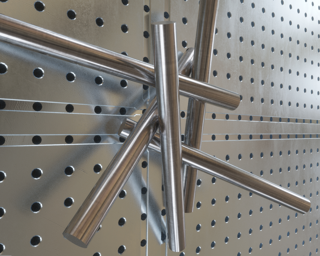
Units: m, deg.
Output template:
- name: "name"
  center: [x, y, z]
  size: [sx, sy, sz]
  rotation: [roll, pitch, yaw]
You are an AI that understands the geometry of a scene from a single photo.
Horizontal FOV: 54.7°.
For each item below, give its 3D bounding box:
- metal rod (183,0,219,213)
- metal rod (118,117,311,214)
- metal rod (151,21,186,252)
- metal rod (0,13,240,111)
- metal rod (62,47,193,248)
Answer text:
- name: "metal rod"
  center: [0.051, -0.031, 0.424]
  size: [0.025, 0.025, 0.298]
  rotation: [0, 99, -40]
- name: "metal rod"
  center: [0.085, 0.058, 0.420]
  size: [0.302, 0.025, 0.025]
  rotation: [24, 74, -18]
- name: "metal rod"
  center: [0.014, 0.030, 0.368]
  size: [0.025, 0.025, 0.298]
  rotation: [-26, 123, -37]
- name: "metal rod"
  center: [-0.030, -0.065, 0.347]
  size: [0.302, 0.025, 0.025]
  rotation: [13, 82, -28]
- name: "metal rod"
  center: [-0.013, -0.004, 0.362]
  size: [0.025, 0.025, 0.301]
  rotation: [54, 47, -27]
